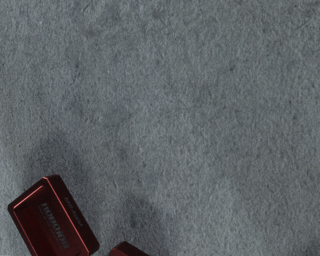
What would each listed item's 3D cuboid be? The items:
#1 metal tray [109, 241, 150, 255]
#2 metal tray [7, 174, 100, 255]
[{"bbox_3d":[-0.043,0.234,0.420,0.090,0.030,0.129,24,98,18],"label":"metal tray"},{"bbox_3d":[-0.160,0.147,0.460,0.090,0.030,0.130,-37,79,16],"label":"metal tray"}]
